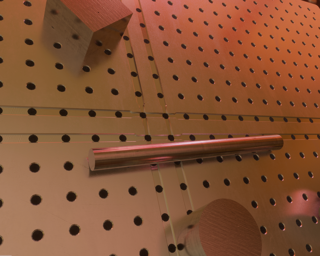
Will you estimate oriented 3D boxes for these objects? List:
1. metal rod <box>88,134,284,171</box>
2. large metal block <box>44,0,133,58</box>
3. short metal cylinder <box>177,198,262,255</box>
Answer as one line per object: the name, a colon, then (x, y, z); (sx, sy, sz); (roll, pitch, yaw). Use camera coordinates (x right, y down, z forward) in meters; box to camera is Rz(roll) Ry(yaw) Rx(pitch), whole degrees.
metal rod: (0.055, 0.029, 0.419); (0.303, 0.025, 0.025); (-3, 63, -30)
large metal block: (-0.100, -0.158, 0.434); (0.080, 0.050, 0.080); (44, 51, 2)
short metal cylinder: (0.066, 0.126, 0.350); (0.081, 0.050, 0.080); (14, 56, -21)
